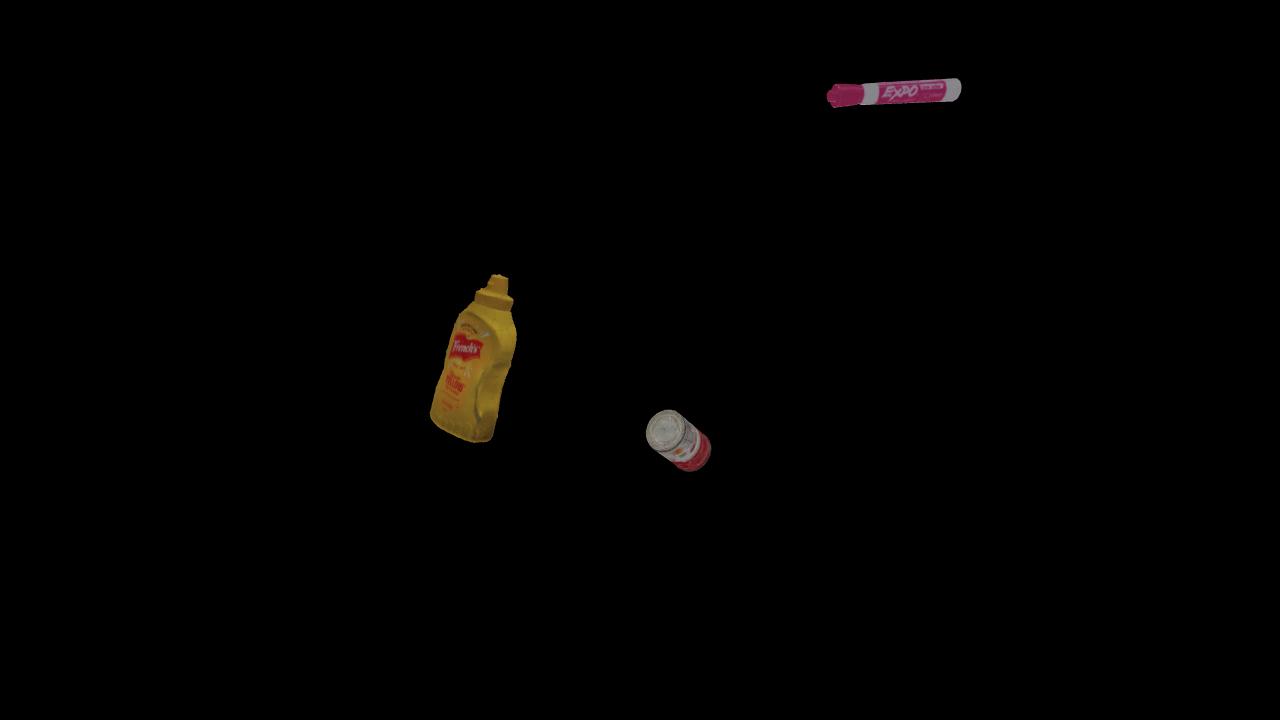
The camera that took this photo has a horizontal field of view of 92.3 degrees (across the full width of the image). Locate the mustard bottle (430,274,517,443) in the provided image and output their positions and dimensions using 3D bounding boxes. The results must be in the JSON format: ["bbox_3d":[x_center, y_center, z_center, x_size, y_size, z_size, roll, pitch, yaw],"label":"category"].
[{"bbox_3d":[-0.181,-0.007,0.694,0.092,0.184,0.054,24,10,42],"label":"mustard bottle"}]

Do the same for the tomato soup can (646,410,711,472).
[{"bbox_3d":[0.060,0.124,0.942,0.068,0.068,0.101,0,-25,31],"label":"tomato soup can"}]

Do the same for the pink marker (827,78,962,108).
[{"bbox_3d":[0.217,-0.229,0.528,0.121,0.020,0.020,-8,1,-11],"label":"pink marker"}]
